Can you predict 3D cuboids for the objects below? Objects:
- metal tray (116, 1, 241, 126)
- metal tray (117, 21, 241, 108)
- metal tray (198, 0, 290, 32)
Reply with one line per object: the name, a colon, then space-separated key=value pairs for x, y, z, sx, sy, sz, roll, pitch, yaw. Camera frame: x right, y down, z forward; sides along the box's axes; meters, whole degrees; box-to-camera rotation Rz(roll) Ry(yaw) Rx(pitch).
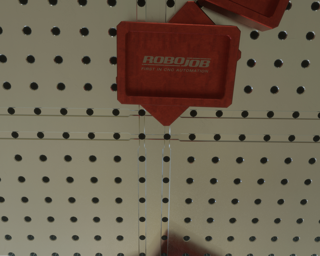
metal tray: x=0.021 y=-0.077 z=0.383 sx=0.090 sy=0.030 sz=0.130 roll=42 pitch=104 yaw=-15
metal tray: x=0.018 y=-0.072 z=0.351 sx=0.131 sy=0.030 sz=0.089 roll=2 pitch=110 yaw=-2
metal tray: x=0.107 y=-0.183 z=0.333 sx=0.091 sy=0.030 sz=0.129 roll=20 pitch=99 yaw=-8
